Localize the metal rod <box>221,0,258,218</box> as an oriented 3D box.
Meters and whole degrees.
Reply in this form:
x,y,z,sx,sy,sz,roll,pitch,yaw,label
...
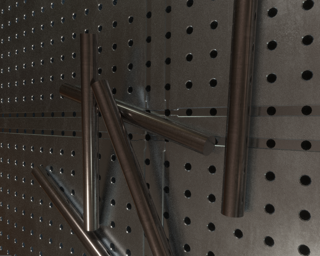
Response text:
x,y,z,sx,sy,sz,roll,pitch,yaw,label
0.088,-0.054,0.335,0.025,0.025,0.298,5,93,39,metal rod

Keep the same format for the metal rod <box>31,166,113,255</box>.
x,y,z,sx,sy,sz,roll,pitch,yaw,label
-0.138,0.161,0.519,0.300,0.025,0.025,38,113,33,metal rod

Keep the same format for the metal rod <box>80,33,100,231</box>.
x,y,z,sx,sy,sz,roll,pitch,yaw,label
-0.105,0.013,0.467,0.025,0.025,0.298,12,105,39,metal rod

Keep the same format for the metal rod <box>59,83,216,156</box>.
x,y,z,sx,sy,sz,roll,pitch,yaw,label
-0.054,-0.023,0.451,0.300,0.025,0.025,21,104,37,metal rod

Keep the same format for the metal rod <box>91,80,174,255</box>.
x,y,z,sx,sy,sz,roll,pitch,yaw,label
-0.031,0.075,0.413,0.025,0.025,0.299,-28,79,36,metal rod
